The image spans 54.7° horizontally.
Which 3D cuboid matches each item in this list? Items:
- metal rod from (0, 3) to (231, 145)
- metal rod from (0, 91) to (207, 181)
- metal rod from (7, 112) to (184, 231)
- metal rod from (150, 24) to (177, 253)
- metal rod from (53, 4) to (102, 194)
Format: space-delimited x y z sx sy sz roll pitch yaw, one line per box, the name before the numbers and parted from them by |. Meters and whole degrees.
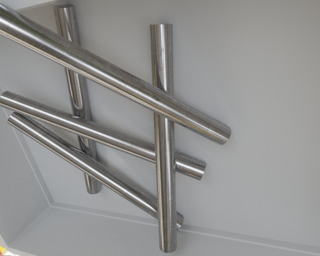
metal rod | -0.047 -0.051 0.316 0.302 0.025 0.025 26 134 -24
metal rod | -0.083 0.008 0.431 0.301 0.025 0.025 20 127 6
metal rod | -0.093 0.067 0.472 0.301 0.025 0.025 34 129 -6
metal rod | 0.006 0.027 0.388 0.025 0.025 0.298 7 111 24
metal rod | -0.116 -0.022 0.456 0.025 0.025 0.298 13 124 21
